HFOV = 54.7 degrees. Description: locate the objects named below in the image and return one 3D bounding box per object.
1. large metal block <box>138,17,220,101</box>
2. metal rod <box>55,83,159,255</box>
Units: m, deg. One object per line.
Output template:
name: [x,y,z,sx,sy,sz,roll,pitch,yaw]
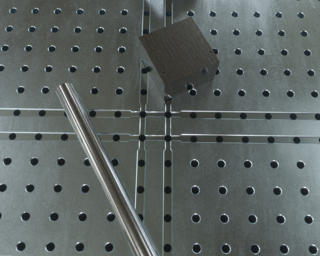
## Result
large metal block: [0.025,-0.096,0.434,0.080,0.050,0.080,-24,72,-9]
metal rod: [-0.061,0.069,0.385,0.025,0.025,0.299,-27,73,-10]
